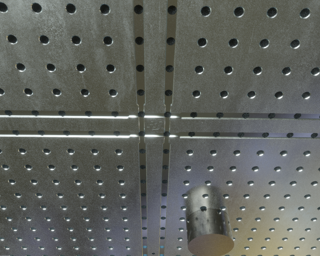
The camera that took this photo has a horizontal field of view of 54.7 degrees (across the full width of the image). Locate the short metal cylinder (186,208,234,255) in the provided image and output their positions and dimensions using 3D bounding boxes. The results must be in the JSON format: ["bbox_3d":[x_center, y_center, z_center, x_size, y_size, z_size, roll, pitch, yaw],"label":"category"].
[{"bbox_3d":[0.089,0.190,0.558,0.081,0.050,0.079,0,130,0],"label":"short metal cylinder"}]
